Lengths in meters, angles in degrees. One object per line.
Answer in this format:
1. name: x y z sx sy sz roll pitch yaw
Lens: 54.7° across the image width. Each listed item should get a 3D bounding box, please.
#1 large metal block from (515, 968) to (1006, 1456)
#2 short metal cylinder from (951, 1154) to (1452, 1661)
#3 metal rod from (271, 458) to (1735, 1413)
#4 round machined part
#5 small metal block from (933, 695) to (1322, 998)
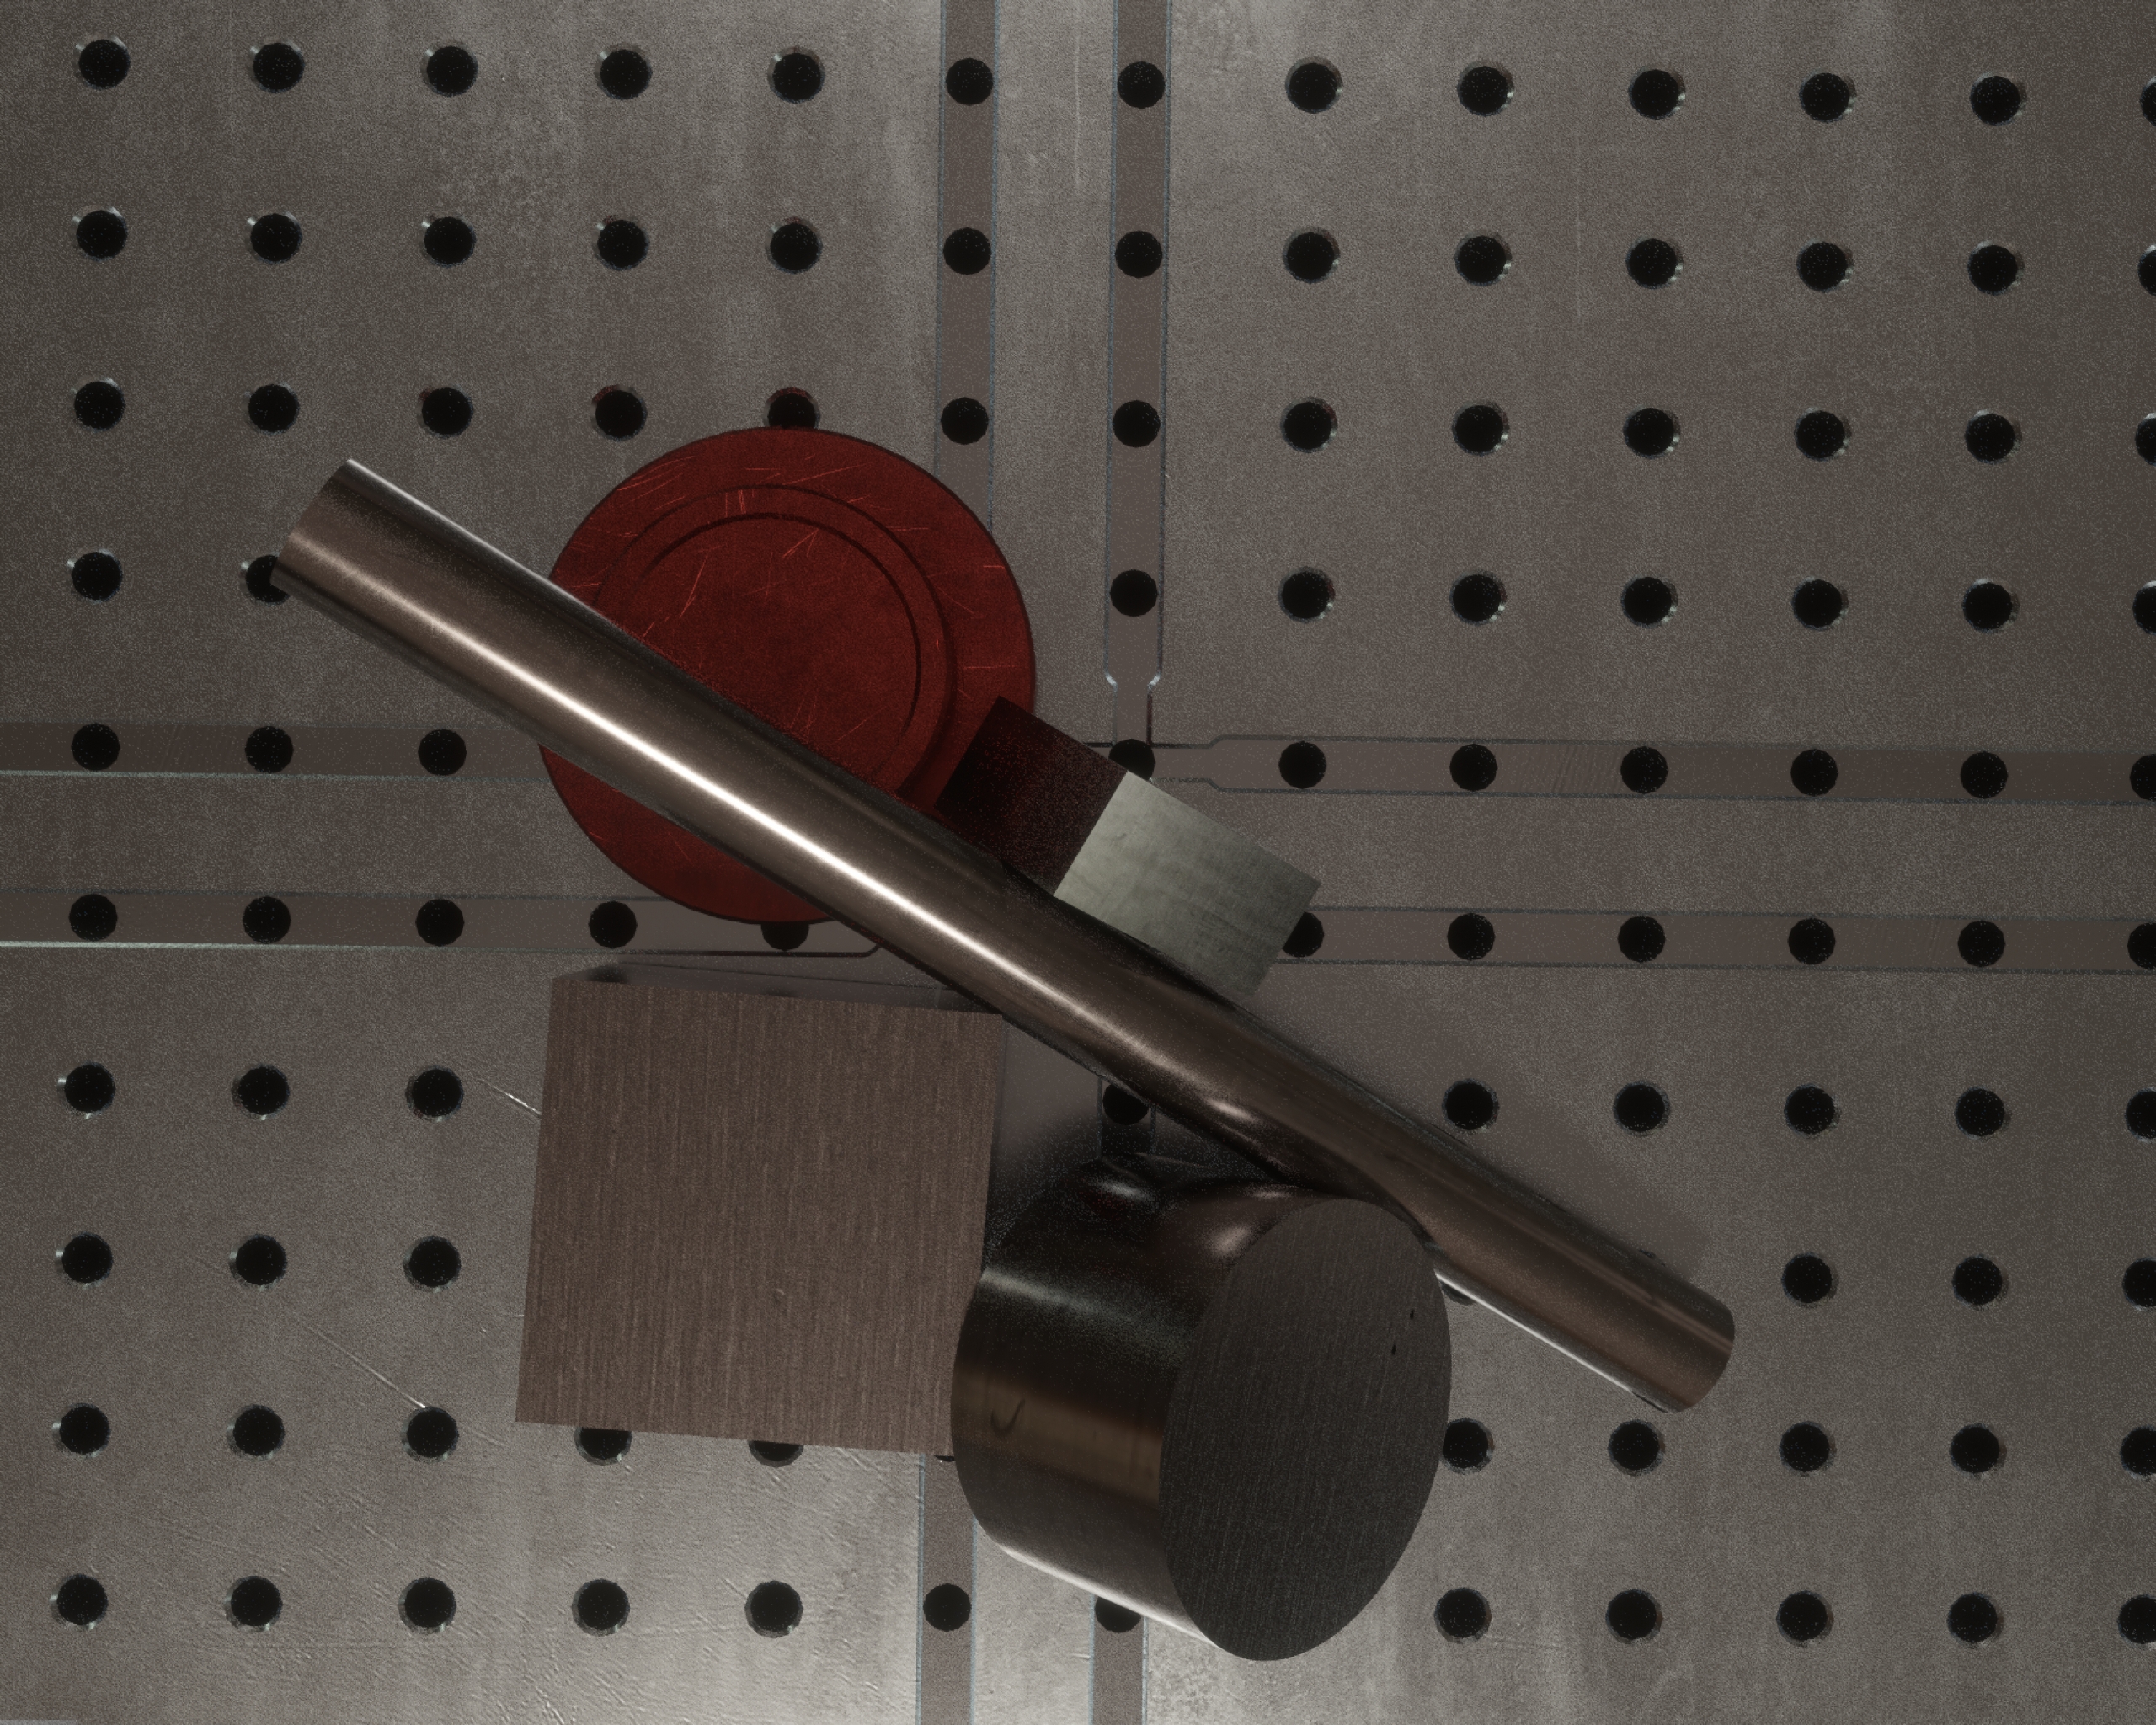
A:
1. large metal block: -0.057 0.063 0.398 0.081 0.050 0.079 5 90 -1
2. short metal cylinder: 0.024 0.097 0.380 0.081 0.050 0.079 -5 97 -45
3. metal rod: -0.003 0.021 0.381 0.301 0.025 0.025 32 90 -13
4. round machined part: -0.057 -0.036 0.404 0.099 0.042 0.097 0 90 -1
5. small metal block: 0.009 -0.003 0.391 0.050 0.050 0.025 28 94 -35
